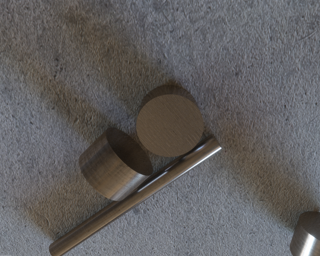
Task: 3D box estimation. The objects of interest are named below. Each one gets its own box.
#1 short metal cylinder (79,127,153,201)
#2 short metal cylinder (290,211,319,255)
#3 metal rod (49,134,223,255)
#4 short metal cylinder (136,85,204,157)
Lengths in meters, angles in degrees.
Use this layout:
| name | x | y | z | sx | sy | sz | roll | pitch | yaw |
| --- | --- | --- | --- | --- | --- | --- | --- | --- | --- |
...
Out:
| name | x | y | z | sx | sy | sz | roll | pitch | yaw |
| --- | --- | --- | --- | --- | --- | --- | --- | --- | --- |
| short metal cylinder | -0.055 | 0.045 | 0.397 | 0.080 | 0.080 | 0.050 | 43 | 105 | -14 |
| short metal cylinder | 0.234 | 0.164 | 0.443 | 0.081 | 0.080 | 0.050 | 7 | 110 | -3 |
| metal rod | -0.042 | 0.104 | 0.447 | 0.300 | 0.025 | 0.025 | -36 | 107 | 12 |
| short metal cylinder | 0.012 | -0.010 | 0.393 | 0.081 | 0.050 | 0.079 | 0 | 110 | 0 |
